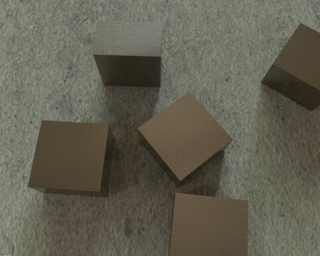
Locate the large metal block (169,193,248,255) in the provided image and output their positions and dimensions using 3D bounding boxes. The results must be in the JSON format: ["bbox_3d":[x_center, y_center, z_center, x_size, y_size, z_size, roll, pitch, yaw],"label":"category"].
[{"bbox_3d":[0.053,0.121,0.351,0.080,0.050,0.080,6,70,2],"label":"large metal block"}]

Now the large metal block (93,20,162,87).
[{"bbox_3d":[-0.039,-0.096,0.414,0.081,0.080,0.050,2,70,0],"label":"large metal block"}]

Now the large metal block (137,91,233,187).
[{"bbox_3d":[0.030,0.015,0.390,0.080,0.050,0.080,-36,74,-13],"label":"large metal block"}]

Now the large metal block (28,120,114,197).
[{"bbox_3d":[-0.104,0.039,0.379,0.081,0.050,0.080,4,70,1],"label":"large metal block"}]

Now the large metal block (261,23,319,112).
[{"bbox_3d":[0.202,-0.084,0.428,0.080,0.050,0.080,34,73,11],"label":"large metal block"}]
